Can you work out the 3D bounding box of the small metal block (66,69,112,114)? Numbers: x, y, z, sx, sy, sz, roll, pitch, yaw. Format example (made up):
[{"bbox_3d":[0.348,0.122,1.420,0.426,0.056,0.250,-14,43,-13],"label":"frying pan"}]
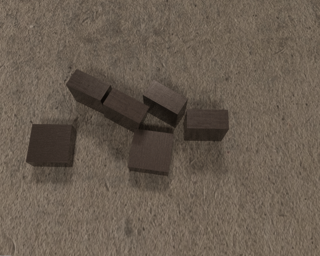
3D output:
[{"bbox_3d":[-0.090,-0.046,0.411,0.050,0.050,0.025,25,72,9],"label":"small metal block"}]

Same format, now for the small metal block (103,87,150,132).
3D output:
[{"bbox_3d":[-0.044,-0.021,0.398,0.050,0.050,0.025,28,72,0],"label":"small metal block"}]

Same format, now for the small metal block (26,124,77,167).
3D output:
[{"bbox_3d":[-0.138,0.023,0.398,0.050,0.025,0.050,1,70,0],"label":"small metal block"}]

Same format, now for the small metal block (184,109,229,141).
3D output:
[{"bbox_3d":[0.057,-0.003,0.397,0.050,0.050,0.025,1,70,0],"label":"small metal block"}]

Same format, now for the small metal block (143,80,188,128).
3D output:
[{"bbox_3d":[0.007,-0.030,0.406,0.050,0.050,0.025,30,73,10],"label":"small metal block"}]

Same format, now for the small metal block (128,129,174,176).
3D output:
[{"bbox_3d":[-0.011,0.031,0.397,0.050,0.025,0.050,8,70,2],"label":"small metal block"}]
